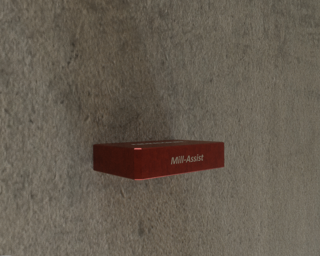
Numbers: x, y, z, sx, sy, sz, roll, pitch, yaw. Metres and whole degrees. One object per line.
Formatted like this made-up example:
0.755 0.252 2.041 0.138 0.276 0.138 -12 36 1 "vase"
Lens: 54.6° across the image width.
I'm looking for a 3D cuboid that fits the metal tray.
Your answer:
0.001 0.032 0.361 0.131 0.090 0.030 -1 91 -40 "metal tray"
